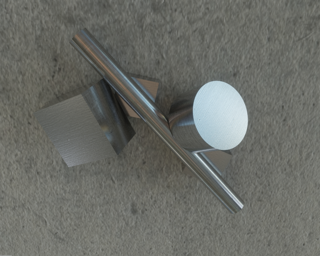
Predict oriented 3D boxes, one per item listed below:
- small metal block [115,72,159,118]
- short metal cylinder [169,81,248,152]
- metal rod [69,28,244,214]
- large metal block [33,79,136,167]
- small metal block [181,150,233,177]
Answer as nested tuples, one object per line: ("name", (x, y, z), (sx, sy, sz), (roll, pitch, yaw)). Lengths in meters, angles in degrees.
("small metal block", (-0.031, -0.042, 0.396), (0.050, 0.025, 0.050), (11, 110, -5))
("short metal cylinder", (0.058, -0.011, 0.373), (0.081, 0.050, 0.080), (5, 80, -29))
("metal rod", (0.007, 0.002, 0.385), (0.025, 0.025, 0.300), (-39, 106, 13))
("large metal block", (-0.090, -0.005, 0.377), (0.080, 0.050, 0.080), (-15, 112, 30))
("small metal block", (0.064, 0.044, 0.429), (0.050, 0.025, 0.050), (23, 108, -9))
